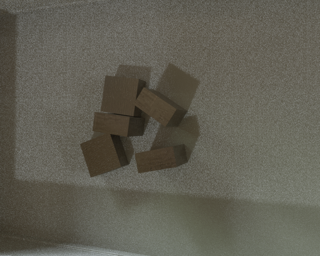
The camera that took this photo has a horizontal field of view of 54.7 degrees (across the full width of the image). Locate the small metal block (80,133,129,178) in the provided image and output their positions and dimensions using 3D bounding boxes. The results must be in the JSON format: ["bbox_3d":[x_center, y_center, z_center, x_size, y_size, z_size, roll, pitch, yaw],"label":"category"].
[{"bbox_3d":[-0.078,0.037,0.438,0.050,0.025,0.050,-22,83,18],"label":"small metal block"}]

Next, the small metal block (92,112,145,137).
[{"bbox_3d":[-0.054,-0.005,0.416,0.050,0.050,0.025,9,93,20],"label":"small metal block"}]

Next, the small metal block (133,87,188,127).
[{"bbox_3d":[0.002,-0.026,0.396,0.050,0.050,0.025,35,102,16],"label":"small metal block"}]

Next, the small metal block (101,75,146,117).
[{"bbox_3d":[-0.050,-0.044,0.428,0.050,0.025,0.050,9,93,19],"label":"small metal block"}]

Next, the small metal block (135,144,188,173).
[{"bbox_3d":[0.003,0.039,0.396,0.050,0.050,0.025,-12,86,19],"label":"small metal block"}]
